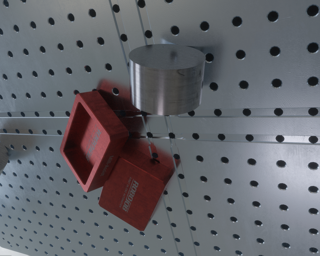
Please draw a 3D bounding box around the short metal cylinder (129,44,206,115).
[{"bbox_3d":[0.007,-0.055,0.338,0.080,0.080,0.050,15,124,20],"label":"short metal cylinder"}]

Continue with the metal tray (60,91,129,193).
[{"bbox_3d":[-0.101,0.022,0.452,0.090,0.030,0.129,50,133,23],"label":"metal tray"}]

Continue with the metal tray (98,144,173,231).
[{"bbox_3d":[-0.042,0.097,0.491,0.090,0.030,0.129,29,128,9],"label":"metal tray"}]

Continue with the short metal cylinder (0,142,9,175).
[{"bbox_3d":[-0.341,0.064,0.595,0.080,0.080,0.050,44,129,-3],"label":"short metal cylinder"}]
